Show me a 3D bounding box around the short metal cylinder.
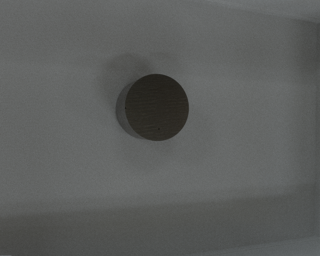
[{"bbox_3d":[-0.011,-0.024,0.391,0.081,0.050,0.080,0,90,-20],"label":"short metal cylinder"}]
